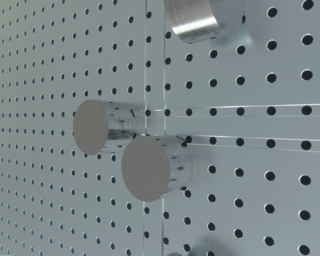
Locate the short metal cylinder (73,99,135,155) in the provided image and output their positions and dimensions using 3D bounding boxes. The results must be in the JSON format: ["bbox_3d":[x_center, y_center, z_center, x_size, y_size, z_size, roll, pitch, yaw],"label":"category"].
[{"bbox_3d":[-0.084,-0.001,0.460,0.080,0.050,0.079,0,90,39],"label":"short metal cylinder"}]

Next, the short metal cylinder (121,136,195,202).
[{"bbox_3d":[-0.003,0.049,0.394,0.080,0.050,0.079,0,90,39],"label":"short metal cylinder"}]

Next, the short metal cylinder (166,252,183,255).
[{"bbox_3d":[0.019,0.194,0.356,0.050,0.081,0.079,24,105,37],"label":"short metal cylinder"}]

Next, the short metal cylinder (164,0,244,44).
[{"bbox_3d":[0.049,-0.135,0.332,0.050,0.081,0.079,-2,89,40],"label":"short metal cylinder"}]
